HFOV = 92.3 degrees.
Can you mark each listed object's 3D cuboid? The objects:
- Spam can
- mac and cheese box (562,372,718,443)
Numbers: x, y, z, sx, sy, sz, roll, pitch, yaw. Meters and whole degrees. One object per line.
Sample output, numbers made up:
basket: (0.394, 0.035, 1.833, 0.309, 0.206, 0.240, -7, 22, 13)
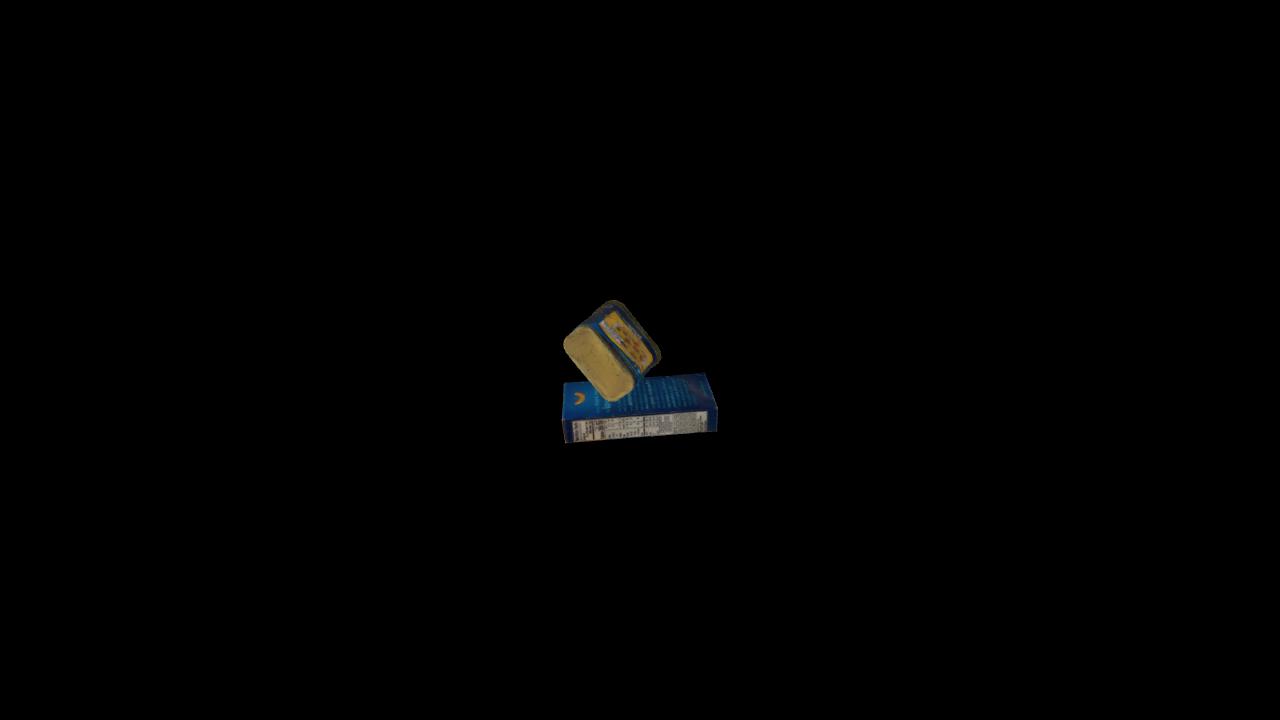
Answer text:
Spam can: (-0.033, -0.011, 0.741, 0.058, 0.101, 0.085, -36, 7, 33)
mac and cheese box: (-0.002, 0.057, 0.762, 0.184, 0.041, 0.093, -4, 28, -3)
